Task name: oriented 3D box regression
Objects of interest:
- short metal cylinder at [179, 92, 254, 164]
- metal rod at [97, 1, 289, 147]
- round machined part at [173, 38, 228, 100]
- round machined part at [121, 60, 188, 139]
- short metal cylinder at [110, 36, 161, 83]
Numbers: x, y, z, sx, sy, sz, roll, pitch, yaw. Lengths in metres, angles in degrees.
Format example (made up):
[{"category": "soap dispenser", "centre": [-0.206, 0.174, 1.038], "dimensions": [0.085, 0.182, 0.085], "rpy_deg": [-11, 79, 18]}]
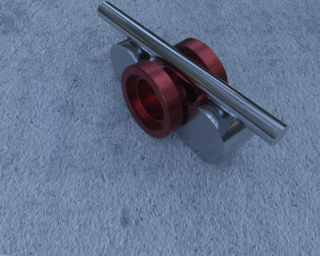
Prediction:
[{"category": "short metal cylinder", "centre": [0.065, -0.004, 0.373], "dimensions": [0.050, 0.080, 0.080], "rpy_deg": [-32, 57, -24]}, {"category": "metal rod", "centre": [0.018, -0.080, 0.369], "dimensions": [0.025, 0.025, 0.300], "rpy_deg": [-33, 58, -25]}, {"category": "round machined part", "centre": [0.040, -0.066, 0.413], "dimensions": [0.042, 0.098, 0.098], "rpy_deg": [-35, 58, -20]}, {"category": "round machined part", "centre": [-0.003, -0.039, 0.389], "dimensions": [0.042, 0.097, 0.098], "rpy_deg": [-30, 56, -28]}, {"category": "short metal cylinder", "centre": [-0.028, -0.092, 0.445], "dimensions": [0.050, 0.080, 0.080], "rpy_deg": [-32, 57, -24]}]
